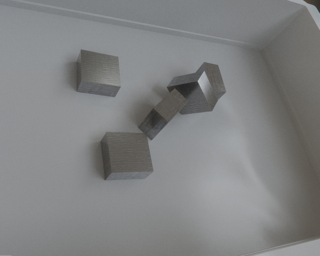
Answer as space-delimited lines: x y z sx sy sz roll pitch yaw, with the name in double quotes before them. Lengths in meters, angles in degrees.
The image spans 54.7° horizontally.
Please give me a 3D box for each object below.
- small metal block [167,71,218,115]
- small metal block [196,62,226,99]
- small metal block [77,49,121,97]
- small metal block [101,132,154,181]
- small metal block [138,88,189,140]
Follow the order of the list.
"small metal block" 0.046 -0.048 0.433 0.050 0.050 0.025 59 45 -29
"small metal block" 0.069 -0.062 0.466 0.025 0.050 0.050 6 58 -26
"small metal block" -0.081 -0.071 0.406 0.050 0.025 0.050 6 59 -26
"small metal block" -0.040 0.033 0.365 0.050 0.025 0.050 2 61 -27
"small metal block" 0.004 -0.018 0.404 0.025 0.050 0.050 44 51 1
